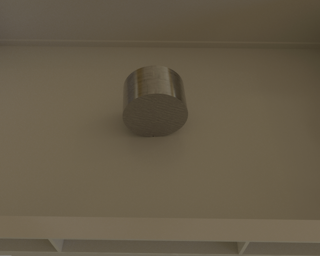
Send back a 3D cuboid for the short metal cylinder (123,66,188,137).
[{"bbox_3d":[-0.007,-0.033,0.397,0.080,0.080,0.050,-3,50,-2],"label":"short metal cylinder"}]
